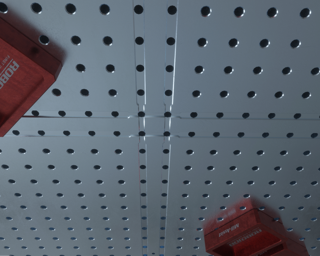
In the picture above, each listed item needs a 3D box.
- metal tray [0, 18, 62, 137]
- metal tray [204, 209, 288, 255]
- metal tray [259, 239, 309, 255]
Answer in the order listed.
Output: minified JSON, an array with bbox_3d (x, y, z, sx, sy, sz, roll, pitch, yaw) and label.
[{"bbox_3d":[-0.190,-0.054,0.359,0.130,0.030,0.090,-37,122,27],"label":"metal tray"},{"bbox_3d":[0.161,0.211,0.590,0.090,0.030,0.130,33,122,-26],"label":"metal tray"},{"bbox_3d":[0.233,0.279,0.650,0.090,0.030,0.129,32,123,-25],"label":"metal tray"}]
